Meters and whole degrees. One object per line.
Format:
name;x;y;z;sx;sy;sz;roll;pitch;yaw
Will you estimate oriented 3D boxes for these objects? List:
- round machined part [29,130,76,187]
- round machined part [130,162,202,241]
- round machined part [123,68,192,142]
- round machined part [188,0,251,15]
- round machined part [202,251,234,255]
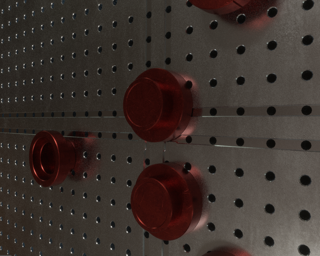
round machined part;-0.188;0.053;0.550;0.098;0.042;0.097;0;90;39
round machined part;0.001;0.094;0.396;0.098;0.042;0.097;0;90;39
round machined part;-0.010;-0.030;0.405;0.098;0.042;0.097;0;90;39
round machined part;0.074;-0.173;0.336;0.098;0.042;0.097;0;90;39
round machined part;0.064;0.194;0.344;0.098;0.042;0.097;0;90;39
